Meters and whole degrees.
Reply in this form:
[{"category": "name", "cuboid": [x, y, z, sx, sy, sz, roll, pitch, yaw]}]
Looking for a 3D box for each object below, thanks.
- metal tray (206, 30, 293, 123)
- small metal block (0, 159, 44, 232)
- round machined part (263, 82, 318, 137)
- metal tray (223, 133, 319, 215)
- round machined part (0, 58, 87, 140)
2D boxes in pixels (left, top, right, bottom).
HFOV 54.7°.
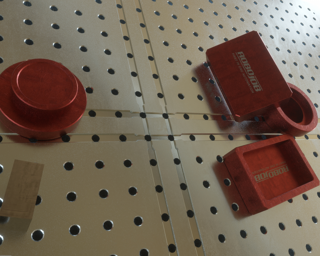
[{"category": "metal tray", "cuboid": [0.139, -0.084, 0.499, 0.090, 0.030, 0.130, -22, 69, 4]}, {"category": "small metal block", "cuboid": [-0.128, 0.063, 0.285, 0.025, 0.050, 0.050, 14, 56, -21]}, {"category": "round machined part", "cuboid": [0.216, -0.028, 0.530, 0.099, 0.042, 0.098, 13, 56, -21]}, {"category": "metal tray", "cuboid": [0.165, 0.063, 0.455, 0.131, 0.030, 0.090, -11, 67, -33]}, {"category": "round machined part", "cuboid": [-0.132, -0.039, 0.350, 0.099, 0.042, 0.098, 14, 56, -21]}]
